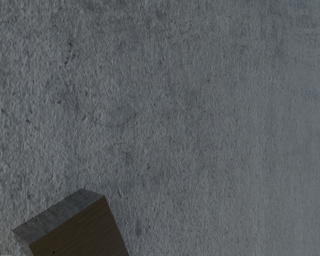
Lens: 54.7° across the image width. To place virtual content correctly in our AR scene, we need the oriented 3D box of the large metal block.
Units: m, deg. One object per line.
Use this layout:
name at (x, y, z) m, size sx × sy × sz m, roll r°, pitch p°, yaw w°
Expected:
large metal block at (-0.088, 0.120, 0.317) m, size 0.081 × 0.050 × 0.080 m, roll -30°, pitch 109°, yaw -36°
